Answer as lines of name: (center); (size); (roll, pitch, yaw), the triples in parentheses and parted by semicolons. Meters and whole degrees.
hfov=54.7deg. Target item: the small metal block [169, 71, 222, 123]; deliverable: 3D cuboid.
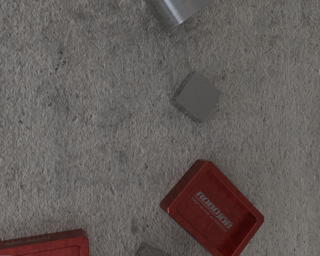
small metal block: (0.049, -0.042, 0.427); (0.050, 0.025, 0.050); (37, 78, -17)

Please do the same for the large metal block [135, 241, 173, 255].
large metal block: (-0.002, 0.206, 0.396); (0.080, 0.050, 0.080); (32, 80, -17)

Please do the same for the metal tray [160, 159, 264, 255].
metal tray: (0.075, 0.118, 0.434); (0.130, 0.030, 0.090); (46, 76, -14)

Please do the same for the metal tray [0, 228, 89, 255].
metal tray: (-0.148, 0.173, 0.352); (0.131, 0.030, 0.089); (-3, 91, -20)

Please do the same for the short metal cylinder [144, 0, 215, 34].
short metal cylinder: (0.027, -0.163, 0.390); (0.080, 0.080, 0.050); (-39, 103, -16)
